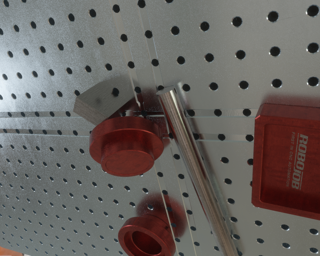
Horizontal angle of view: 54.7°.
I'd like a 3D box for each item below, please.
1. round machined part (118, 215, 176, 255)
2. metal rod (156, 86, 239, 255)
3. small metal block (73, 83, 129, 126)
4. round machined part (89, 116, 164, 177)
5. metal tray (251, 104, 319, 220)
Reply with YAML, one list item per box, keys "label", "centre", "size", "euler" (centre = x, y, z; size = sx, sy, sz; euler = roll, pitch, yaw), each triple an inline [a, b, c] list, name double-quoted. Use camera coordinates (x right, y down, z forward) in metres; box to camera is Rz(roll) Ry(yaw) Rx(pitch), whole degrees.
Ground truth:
- label: "round machined part"
  centre: [-0.018, 0.187, 0.526]
  size: [0.098, 0.042, 0.097]
  euler: [13, 124, 21]
- label: "metal rod"
  centre: [0.061, 0.083, 0.430]
  size: [0.025, 0.025, 0.299]
  euler: [-9, 114, 32]
- label: "small metal block"
  centre: [-0.079, -0.030, 0.419]
  size: [0.050, 0.050, 0.025]
  euler: [32, 129, 7]
- label: "round machined part"
  centre: [-0.043, 0.031, 0.410]
  size: [0.099, 0.042, 0.098]
  euler: [-5, 144, -4]
- label: "metal tray"
  centre: [0.154, 0.040, 0.351]
  size: [0.090, 0.030, 0.129]
  euler: [7, 122, 24]
